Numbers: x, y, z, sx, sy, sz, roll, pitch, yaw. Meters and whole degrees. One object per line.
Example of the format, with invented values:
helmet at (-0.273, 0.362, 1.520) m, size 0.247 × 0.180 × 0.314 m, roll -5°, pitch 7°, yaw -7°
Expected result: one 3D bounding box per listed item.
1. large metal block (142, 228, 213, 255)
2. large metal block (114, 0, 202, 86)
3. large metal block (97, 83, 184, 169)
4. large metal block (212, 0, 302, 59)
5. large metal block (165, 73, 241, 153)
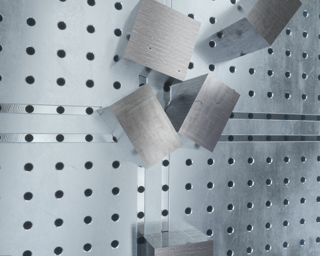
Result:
large metal block at (0.023, 0.185, 0.409) m, size 0.081 × 0.050 × 0.079 m, roll 0°, pitch 90°, yaw -21°
large metal block at (-0.003, -0.108, 0.399) m, size 0.081 × 0.050 × 0.080 m, roll 19°, pitch 84°, yaw -20°
large metal block at (-0.027, -0.002, 0.374) m, size 0.050 × 0.080 × 0.080 m, roll -33°, pitch 101°, yaw -17°
large metal block at (0.133, -0.151, 0.434) m, size 0.050 × 0.080 × 0.080 m, roll 42°, pitch 77°, yaw -16°
large metal block at (0.046, -0.018, 0.401) m, size 0.050 × 0.080 × 0.080 m, roll 31°, pitch 80°, yaw -18°
